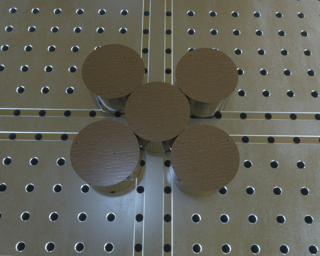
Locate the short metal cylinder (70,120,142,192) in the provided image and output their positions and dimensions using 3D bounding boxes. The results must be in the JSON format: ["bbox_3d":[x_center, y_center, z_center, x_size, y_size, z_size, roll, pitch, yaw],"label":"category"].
[{"bbox_3d":[-0.064,0.036,0.383,0.081,0.050,0.080,0,70,0],"label":"short metal cylinder"}]

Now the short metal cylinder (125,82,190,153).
[{"bbox_3d":[-0.003,-0.013,0.403,0.081,0.050,0.080,0,70,0],"label":"short metal cylinder"}]

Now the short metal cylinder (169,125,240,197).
[{"bbox_3d":[0.052,0.042,0.383,0.081,0.050,0.080,0,70,0],"label":"short metal cylinder"}]

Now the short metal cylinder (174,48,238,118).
[{"bbox_3d":[0.060,-0.060,0.419,0.081,0.050,0.080,0,70,0],"label":"short metal cylinder"}]

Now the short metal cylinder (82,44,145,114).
[{"bbox_3d":[-0.060,-0.066,0.421,0.081,0.050,0.080,0,70,0],"label":"short metal cylinder"}]
